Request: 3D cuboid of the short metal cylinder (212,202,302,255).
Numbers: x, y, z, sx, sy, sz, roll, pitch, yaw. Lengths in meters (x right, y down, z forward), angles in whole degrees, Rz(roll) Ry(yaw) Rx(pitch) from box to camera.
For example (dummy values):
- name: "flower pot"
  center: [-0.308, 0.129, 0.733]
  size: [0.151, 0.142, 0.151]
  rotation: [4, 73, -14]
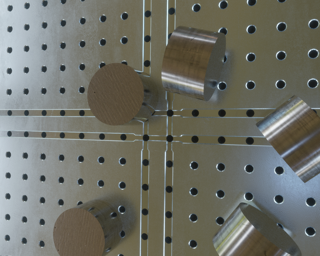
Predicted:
- name: "short metal cylinder"
  center: [0.106, 0.130, 0.346]
  size: [0.080, 0.080, 0.050]
  rotation: [38, 102, 16]

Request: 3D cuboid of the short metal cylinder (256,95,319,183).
- name: "short metal cylinder"
  center: [0.149, 0.011, 0.331]
  size: [0.050, 0.080, 0.080]
  rotation: [-40, 78, 16]

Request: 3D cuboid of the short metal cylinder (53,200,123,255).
- name: "short metal cylinder"
  center: [-0.100, 0.146, 0.435]
  size: [0.080, 0.050, 0.079]
  rotation: [0, 90, 20]

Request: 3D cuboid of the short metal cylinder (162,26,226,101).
- name: "short metal cylinder"
  center: [0.042, -0.076, 0.369]
  size: [0.050, 0.080, 0.080]
  rotation: [17, 96, 19]

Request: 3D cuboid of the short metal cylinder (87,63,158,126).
- name: "short metal cylinder"
  center: [-0.049, -0.043, 0.416]
  size: [0.080, 0.050, 0.079]
  rotation: [0, 90, 20]
